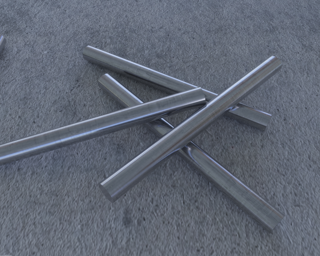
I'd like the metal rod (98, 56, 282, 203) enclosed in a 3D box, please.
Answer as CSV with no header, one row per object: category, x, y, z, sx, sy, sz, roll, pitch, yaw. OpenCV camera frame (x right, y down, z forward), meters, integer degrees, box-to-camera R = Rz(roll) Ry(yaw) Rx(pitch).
metal rod,0.055,-0.013,0.380,0.302,0.025,0.025,-36,59,-26

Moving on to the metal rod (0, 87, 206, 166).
metal rod,-0.091,0.003,0.378,0.302,0.025,0.025,-17,52,-6

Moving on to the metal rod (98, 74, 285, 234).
metal rod,0.020,0.015,0.390,0.025,0.025,0.300,-35,58,-26

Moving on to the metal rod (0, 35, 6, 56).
metal rod,-0.270,-0.035,0.430,0.025,0.025,0.300,-1,50,-1

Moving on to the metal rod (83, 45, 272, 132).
metal rod,0.013,-0.064,0.457,0.301,0.025,0.025,24,54,19
